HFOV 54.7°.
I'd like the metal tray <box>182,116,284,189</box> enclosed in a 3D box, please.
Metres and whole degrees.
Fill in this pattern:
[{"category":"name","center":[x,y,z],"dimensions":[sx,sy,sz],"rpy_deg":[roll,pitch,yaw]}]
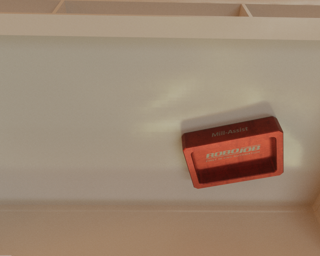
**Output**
[{"category":"metal tray","center":[0.104,0.038,0.439],"dimensions":[0.131,0.030,0.090],"rpy_deg":[-11,130,9]}]
